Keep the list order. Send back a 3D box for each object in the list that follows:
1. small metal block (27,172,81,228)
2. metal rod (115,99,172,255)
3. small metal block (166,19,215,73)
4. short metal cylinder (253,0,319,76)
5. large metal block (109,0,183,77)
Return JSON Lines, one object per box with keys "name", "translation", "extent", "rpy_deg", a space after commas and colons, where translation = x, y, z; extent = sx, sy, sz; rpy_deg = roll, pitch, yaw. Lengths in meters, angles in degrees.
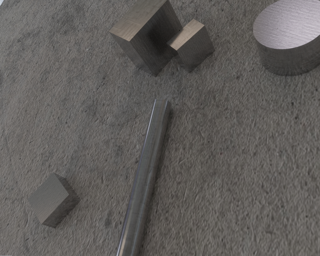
{"name": "small metal block", "translation": [-0.144, 0.097, 0.419], "extent": [0.050, 0.025, 0.050], "rpy_deg": [-48, 51, -5]}
{"name": "metal rod", "translation": [-0.027, 0.098, 0.357], "extent": [0.025, 0.025, 0.300], "rpy_deg": [-1, 61, 27]}
{"name": "small metal block", "translation": [0.044, -0.114, 0.435], "extent": [0.050, 0.050, 0.025], "rpy_deg": [-42, 51, -1]}
{"name": "short metal cylinder", "translation": [0.158, -0.109, 0.372], "extent": [0.080, 0.050, 0.080], "rpy_deg": [-13, 56, 21]}
{"name": "large metal block", "translation": [-0.014, -0.137, 0.460], "extent": [0.050, 0.080, 0.080], "rpy_deg": [35, 81, 38]}
